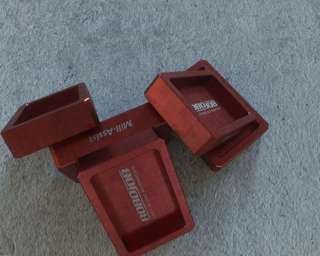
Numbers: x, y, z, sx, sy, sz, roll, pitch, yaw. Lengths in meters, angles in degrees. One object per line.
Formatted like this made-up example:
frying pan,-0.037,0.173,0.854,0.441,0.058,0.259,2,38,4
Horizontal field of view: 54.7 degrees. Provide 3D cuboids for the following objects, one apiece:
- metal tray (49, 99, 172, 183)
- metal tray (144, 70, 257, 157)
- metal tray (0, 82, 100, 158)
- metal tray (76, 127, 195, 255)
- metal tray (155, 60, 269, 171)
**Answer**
metal tray,-0.052,0.019,0.367,0.131,0.090,0.030,-23,72,-9
metal tray,0.053,-0.025,0.360,0.090,0.030,0.131,50,33,15
metal tray,-0.123,-0.016,0.363,0.091,0.130,0.030,-23,111,-9
metal tray,-0.023,0.074,0.335,0.091,0.030,0.129,-23,117,-8
metal tray,0.066,-0.019,0.414,0.090,0.030,0.130,-37,74,-13
